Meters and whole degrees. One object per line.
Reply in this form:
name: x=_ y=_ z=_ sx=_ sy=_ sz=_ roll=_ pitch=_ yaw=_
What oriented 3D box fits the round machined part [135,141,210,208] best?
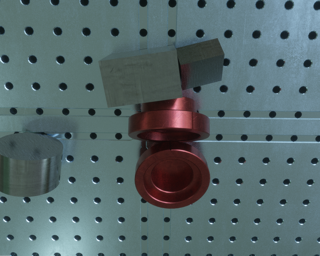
round machined part: x=0.016 y=0.059 z=0.421 sx=0.099 sy=0.042 sz=0.097 roll=-1 pitch=119 yaw=-1

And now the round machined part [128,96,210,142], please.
round machined part: x=0.011 y=-0.010 z=0.379 sx=0.099 sy=0.098 sz=0.042 roll=1 pitch=78 yaw=-1

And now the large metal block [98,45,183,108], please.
large metal block: x=-0.019 y=-0.063 z=0.360 sx=0.080 sy=0.080 sz=0.050 roll=-8 pitch=108 yaw=3

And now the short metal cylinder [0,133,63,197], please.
short metal cylinder: x=-0.169 y=0.045 z=0.399 sx=0.081 sy=0.080 sz=0.050 roll=10 pitch=110 yaw=-4

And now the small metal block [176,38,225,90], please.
small metal block: x=0.047 y=-0.075 z=0.369 sx=0.050 sy=0.025 sz=0.050 roll=-14 pitch=152 yaw=-1
